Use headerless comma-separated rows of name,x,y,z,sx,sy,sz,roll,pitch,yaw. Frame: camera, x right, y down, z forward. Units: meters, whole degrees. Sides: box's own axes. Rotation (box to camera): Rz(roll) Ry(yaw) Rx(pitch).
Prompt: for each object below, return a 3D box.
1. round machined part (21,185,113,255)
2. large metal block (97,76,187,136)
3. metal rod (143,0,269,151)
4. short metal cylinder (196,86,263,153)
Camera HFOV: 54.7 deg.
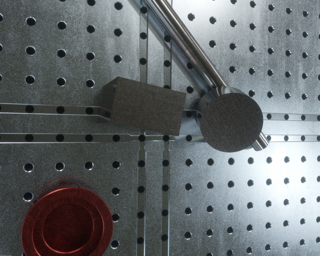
round machined part,-0.108,0.115,0.364,0.099,0.042,0.097,0,90,-20
large metal block,-0.025,-0.023,0.375,0.081,0.080,0.050,11,86,-20
metal rod,0.063,-0.085,0.436,0.025,0.025,0.300,-43,104,-15
short metal cylinder,0.092,-0.013,0.419,0.081,0.050,0.079,0,107,0
